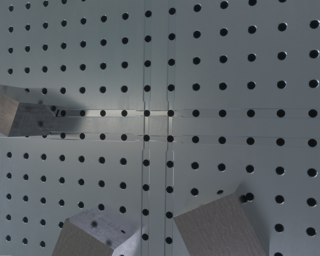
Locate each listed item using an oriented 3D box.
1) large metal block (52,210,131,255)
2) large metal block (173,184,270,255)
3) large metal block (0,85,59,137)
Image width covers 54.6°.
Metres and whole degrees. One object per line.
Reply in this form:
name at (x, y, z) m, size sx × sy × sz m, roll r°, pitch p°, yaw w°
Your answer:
large metal block at (-0.099, 0.175, 0.435) m, size 0.080 × 0.050 × 0.080 m, roll 25°, pitch 98°, yaw 18°
large metal block at (0.075, 0.124, 0.373) m, size 0.080 × 0.050 × 0.080 m, roll -28°, pitch 81°, yaw 18°
large metal block at (-0.215, -0.027, 0.460) m, size 0.080 × 0.080 × 0.050 m, roll 25°, pitch 98°, yaw 18°
